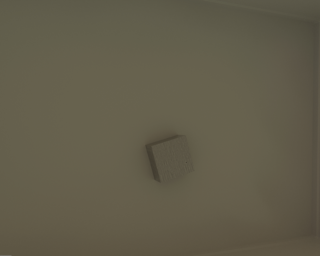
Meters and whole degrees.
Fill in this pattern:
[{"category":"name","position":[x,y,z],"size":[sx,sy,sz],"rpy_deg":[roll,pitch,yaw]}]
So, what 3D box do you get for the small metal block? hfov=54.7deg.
[{"category":"small metal block","position":[0.013,0.040,0.417],"size":[0.050,0.025,0.050],"rpy_deg":[-17,96,-20]}]
